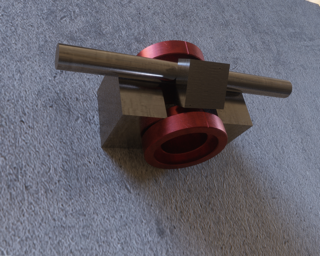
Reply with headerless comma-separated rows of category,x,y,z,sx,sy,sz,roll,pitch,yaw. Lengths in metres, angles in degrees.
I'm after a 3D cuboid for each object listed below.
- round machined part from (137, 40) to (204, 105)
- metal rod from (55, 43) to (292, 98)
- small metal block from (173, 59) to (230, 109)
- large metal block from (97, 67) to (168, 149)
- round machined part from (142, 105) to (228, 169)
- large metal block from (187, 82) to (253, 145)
round machined part,0.013,-0.065,0.405,0.099,0.097,0.042,4,61,-27
metal rod,0.038,-0.061,0.360,0.302,0.025,0.025,3,61,-27
small metal block,0.045,-0.048,0.339,0.050,0.025,0.050,1,102,-26
large metal block,-0.037,-0.028,0.367,0.050,0.080,0.080,4,60,-26
round machined part,0.027,0.008,0.367,0.099,0.097,0.042,4,55,-26
large metal block,0.069,-0.021,0.420,0.050,0.080,0.080,4,60,-27
